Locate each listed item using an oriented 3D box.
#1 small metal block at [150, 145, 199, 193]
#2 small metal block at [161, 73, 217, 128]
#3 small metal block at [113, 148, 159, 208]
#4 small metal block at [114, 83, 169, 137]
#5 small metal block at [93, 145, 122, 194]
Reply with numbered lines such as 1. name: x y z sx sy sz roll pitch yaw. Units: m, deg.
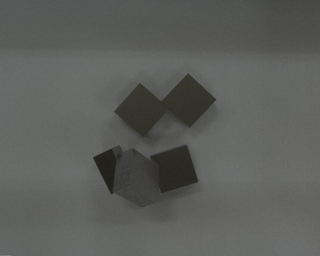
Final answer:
1. small metal block: 0.018 0.053 0.411 0.050 0.025 0.050 -17 90 0
2. small metal block: 0.037 -0.036 0.411 0.050 0.025 0.050 43 90 0
3. small metal block: -0.027 0.060 0.369 0.025 0.050 0.050 -26 134 28
4. small metal block: -0.024 -0.023 0.411 0.050 0.025 0.050 41 90 0
5. small metal block: -0.057 0.052 0.398 0.025 0.050 0.050 -26 90 3
